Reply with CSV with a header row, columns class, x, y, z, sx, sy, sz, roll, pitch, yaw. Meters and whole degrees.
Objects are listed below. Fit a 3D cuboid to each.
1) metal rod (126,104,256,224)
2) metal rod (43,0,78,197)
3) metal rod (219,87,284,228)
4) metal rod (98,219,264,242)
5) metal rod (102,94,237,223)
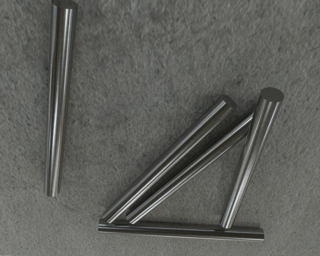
class,x,y,z,sx,sy,sz,roll,pitch,yaw
metal rod,0.043,0.065,0.462,0.025,0.025,0.299,30,124,-24
metal rod,-0.131,-0.012,0.395,0.025,0.025,0.298,11,129,-10
metal rod,0.120,0.066,0.443,0.025,0.025,0.298,0,137,-1
metal rod,0.041,0.189,0.568,0.302,0.025,0.025,5,130,-5
metal rod,-0.002,0.060,0.458,0.025,0.025,0.299,28,124,-22
